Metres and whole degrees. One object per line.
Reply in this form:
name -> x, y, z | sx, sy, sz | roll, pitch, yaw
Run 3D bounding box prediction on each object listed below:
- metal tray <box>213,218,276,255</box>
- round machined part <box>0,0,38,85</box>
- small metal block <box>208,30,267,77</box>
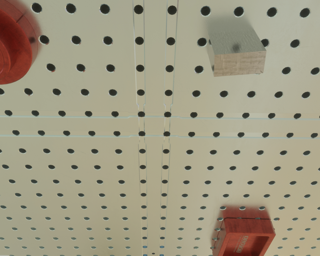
metal tray -> 0.159, 0.226, 0.603 | 0.091, 0.030, 0.129 | 3, 130, -3
round machined part -> -0.185, -0.086, 0.324 | 0.099, 0.042, 0.097 | -1, 130, 0
small metal block -> 0.079, -0.080, 0.329 | 0.050, 0.050, 0.025 | -4, 130, 3
